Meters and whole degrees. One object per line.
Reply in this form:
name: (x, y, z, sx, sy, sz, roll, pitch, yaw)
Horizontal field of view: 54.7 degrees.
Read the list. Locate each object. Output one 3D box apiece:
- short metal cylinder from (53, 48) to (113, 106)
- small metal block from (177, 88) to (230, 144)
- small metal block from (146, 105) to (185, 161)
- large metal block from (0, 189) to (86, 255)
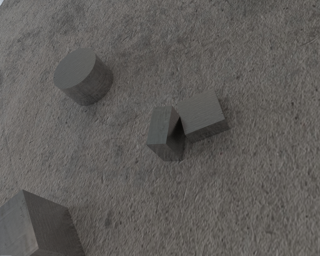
short metal cylinder: (-0.124, -0.083, 0.504, 0.080, 0.050, 0.080, -13, 56, 21)
small metal block: (0.053, -0.015, 0.385, 0.050, 0.025, 0.050, -22, 53, 14)
small metal block: (0.010, 0.008, 0.378, 0.025, 0.050, 0.050, -4, 60, 26)
large metal block: (-0.142, 0.129, 0.364, 0.050, 0.080, 0.080, -40, 51, 2)
